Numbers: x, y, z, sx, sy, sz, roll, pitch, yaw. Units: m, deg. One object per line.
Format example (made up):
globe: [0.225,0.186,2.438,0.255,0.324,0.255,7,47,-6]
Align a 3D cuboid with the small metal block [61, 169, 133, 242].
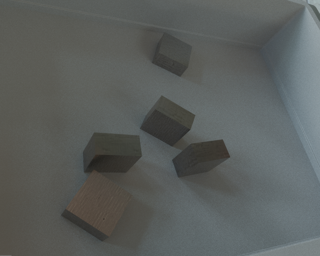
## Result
small metal block: [-0.065,0.080,0.323,0.050,0.025,0.050,35,51,-5]

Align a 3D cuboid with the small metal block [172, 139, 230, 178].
small metal block: [0.052,0.039,0.395,0.050,0.050,0.025,-6,65,-31]

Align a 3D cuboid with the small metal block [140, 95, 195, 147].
small metal block: [0.009,-0.008,0.401,0.050,0.050,0.025,30,52,-10]

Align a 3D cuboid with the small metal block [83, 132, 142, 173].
small metal block: [-0.054,0.029,0.344,0.050,0.050,0.025,5,60,-26]

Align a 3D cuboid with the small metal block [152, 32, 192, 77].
small metal block: [0.020,-0.116,0.489,0.050,0.025,0.050,24,53,-14]
